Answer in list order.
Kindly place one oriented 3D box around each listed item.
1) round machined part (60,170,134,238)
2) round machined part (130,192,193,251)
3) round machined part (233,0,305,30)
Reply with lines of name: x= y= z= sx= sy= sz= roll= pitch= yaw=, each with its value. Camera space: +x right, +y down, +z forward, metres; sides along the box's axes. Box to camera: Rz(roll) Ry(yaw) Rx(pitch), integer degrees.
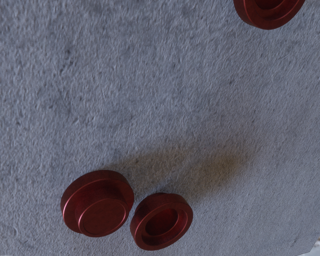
round machined part: x=-0.081 y=0.109 z=0.420 sx=0.099 sy=0.042 sz=0.097 roll=-14 pitch=125 yaw=-21
round machined part: x=-0.001 y=0.140 z=0.484 sx=0.099 sy=0.042 sz=0.097 roll=-14 pitch=125 yaw=-21
round machined part: x=0.125 y=-0.169 z=0.362 sx=0.099 sy=0.042 sz=0.097 roll=-14 pitch=125 yaw=-21
